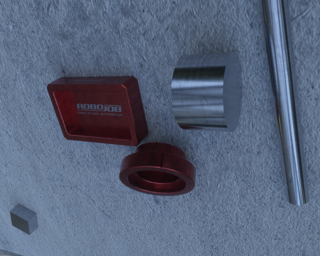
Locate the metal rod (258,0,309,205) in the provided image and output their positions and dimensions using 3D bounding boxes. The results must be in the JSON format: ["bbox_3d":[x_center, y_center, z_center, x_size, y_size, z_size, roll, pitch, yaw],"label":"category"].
[{"bbox_3d":[0.124,-0.046,0.312,0.025,0.025,0.298,-3,117,29],"label":"metal rod"}]

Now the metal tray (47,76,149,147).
[{"bbox_3d":[-0.087,-0.024,0.432,0.130,0.030,0.089,4,120,26],"label":"metal tray"}]

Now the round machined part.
[{"bbox_3d":[-0.002,0.053,0.410,0.099,0.042,0.098,5,149,4],"label":"round machined part"}]

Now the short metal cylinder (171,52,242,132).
[{"bbox_3d":[0.051,-0.037,0.321,0.050,0.080,0.079,3,120,26],"label":"short metal cylinder"}]

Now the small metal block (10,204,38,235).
[{"bbox_3d":[-0.302,0.203,0.688,0.050,0.025,0.050,22,127,14],"label":"small metal block"}]
